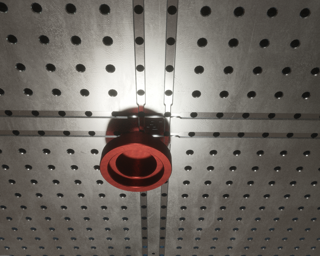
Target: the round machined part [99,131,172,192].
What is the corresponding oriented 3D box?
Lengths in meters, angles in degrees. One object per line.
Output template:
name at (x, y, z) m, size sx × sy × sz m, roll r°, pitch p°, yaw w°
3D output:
round machined part at (-0.033, 0.043, 0.437) m, size 0.099 × 0.042 × 0.097 m, roll -1°, pitch 130°, yaw 0°
